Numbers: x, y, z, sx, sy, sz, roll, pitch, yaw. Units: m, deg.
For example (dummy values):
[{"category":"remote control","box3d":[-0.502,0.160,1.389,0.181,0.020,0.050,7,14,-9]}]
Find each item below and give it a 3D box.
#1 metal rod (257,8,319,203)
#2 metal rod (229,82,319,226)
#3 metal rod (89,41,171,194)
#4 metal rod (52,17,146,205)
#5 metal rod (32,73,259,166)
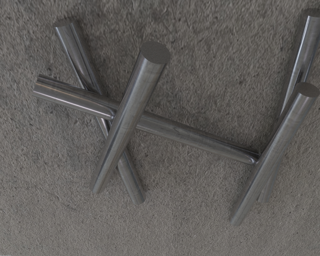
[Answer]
[{"category":"metal rod","box3d":[0.161,-0.002,0.406,0.025,0.025,0.298,-1,130,1]},{"category":"metal rod","box3d":[0.144,0.060,0.435,0.025,0.025,0.298,3,137,-3]},{"category":"metal rod","box3d":[-0.051,0.015,0.366,0.025,0.025,0.298,15,145,-13]},{"category":"metal rod","box3d":[-0.066,0.003,0.409,0.025,0.025,0.299,-9,130,8]},{"category":"metal rod","box3d":[0.001,-0.002,0.384,0.302,0.025,0.025,18,128,-23]}]
